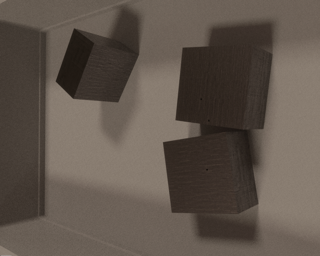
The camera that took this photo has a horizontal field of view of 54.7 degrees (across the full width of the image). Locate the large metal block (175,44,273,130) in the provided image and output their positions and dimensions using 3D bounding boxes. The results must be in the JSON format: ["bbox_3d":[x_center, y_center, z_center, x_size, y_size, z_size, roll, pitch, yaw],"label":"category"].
[{"bbox_3d":[0.068,-0.043,0.333,0.080,0.050,0.079,9,96,39],"label":"large metal block"}]

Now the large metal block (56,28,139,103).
[{"bbox_3d":[-0.089,-0.086,0.442,0.050,0.081,0.079,40,114,32],"label":"large metal block"}]

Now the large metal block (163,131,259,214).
[{"bbox_3d":[0.055,0.049,0.344,0.080,0.050,0.080,-12,83,39],"label":"large metal block"}]
